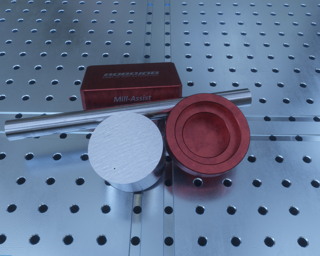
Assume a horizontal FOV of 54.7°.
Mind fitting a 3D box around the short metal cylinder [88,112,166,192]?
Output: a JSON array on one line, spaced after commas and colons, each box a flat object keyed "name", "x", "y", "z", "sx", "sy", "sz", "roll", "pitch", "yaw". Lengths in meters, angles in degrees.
[{"name": "short metal cylinder", "x": -0.035, "y": 0.029, "z": 0.352, "sx": 0.080, "sy": 0.050, "sz": 0.080, "roll": -2, "pitch": 68, "yaw": 5}]

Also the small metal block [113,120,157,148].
[{"name": "small metal block", "x": -0.035, "y": 0.009, "z": 0.410, "sx": 0.050, "sy": 0.025, "sz": 0.050, "roll": 14, "pitch": 51, "yaw": 11}]

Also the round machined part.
[{"name": "round machined part", "x": 0.054, "y": 0.011, "z": 0.373, "sx": 0.099, "sy": 0.042, "sz": 0.098, "roll": 1, "pitch": 72, "yaw": -4}]

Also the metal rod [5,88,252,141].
[{"name": "metal rod", "x": -0.032, "y": -0.019, "z": 0.389, "sx": 0.302, "sy": 0.025, "sz": 0.025, "roll": -8, "pitch": 51, "yaw": -8}]

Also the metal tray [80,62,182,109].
[{"name": "metal tray", "x": -0.040, "y": -0.061, "z": 0.437, "sx": 0.131, "sy": 0.030, "sz": 0.090, "roll": -3, "pitch": 32, "yaw": -4}]
